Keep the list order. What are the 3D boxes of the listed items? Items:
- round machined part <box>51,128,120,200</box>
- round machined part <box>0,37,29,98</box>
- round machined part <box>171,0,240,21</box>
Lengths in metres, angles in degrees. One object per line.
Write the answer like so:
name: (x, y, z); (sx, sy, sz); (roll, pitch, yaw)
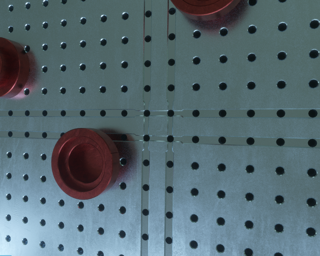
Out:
round machined part: (-0.100, 0.049, 0.440); (0.098, 0.042, 0.097); (0, 90, 20)
round machined part: (-0.265, -0.098, 0.498); (0.098, 0.042, 0.097); (0, 90, 20)
round machined part: (0.059, -0.181, 0.383); (0.098, 0.042, 0.097); (0, 90, 20)
